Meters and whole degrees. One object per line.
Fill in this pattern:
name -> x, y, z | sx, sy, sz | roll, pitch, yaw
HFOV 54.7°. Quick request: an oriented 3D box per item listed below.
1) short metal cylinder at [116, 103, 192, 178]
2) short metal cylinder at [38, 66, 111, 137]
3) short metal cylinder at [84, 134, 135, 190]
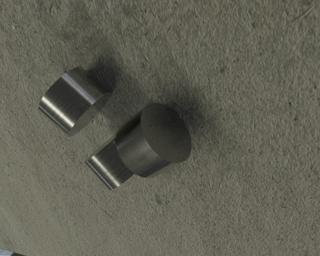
short metal cylinder -> -0.007, 0.016, 0.385 | 0.050, 0.080, 0.080 | -35, 99, 38
short metal cylinder -> -0.111, -0.034, 0.409 | 0.050, 0.080, 0.080 | 42, 129, -1
short metal cylinder -> -0.056, 0.039, 0.425 | 0.080, 0.080, 0.050 | -34, 99, 38
